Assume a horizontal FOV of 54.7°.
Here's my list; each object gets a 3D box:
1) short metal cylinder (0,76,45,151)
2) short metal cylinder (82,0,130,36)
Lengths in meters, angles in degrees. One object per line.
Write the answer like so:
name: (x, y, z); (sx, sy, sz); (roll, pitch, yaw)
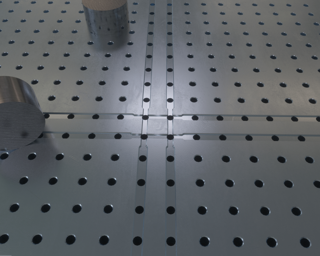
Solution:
short metal cylinder: (-0.191, -0.017, 0.385); (0.081, 0.080, 0.050); (-22, 54, -18)
short metal cylinder: (-0.098, -0.214, 0.570); (0.081, 0.050, 0.080); (0, 50, 0)
